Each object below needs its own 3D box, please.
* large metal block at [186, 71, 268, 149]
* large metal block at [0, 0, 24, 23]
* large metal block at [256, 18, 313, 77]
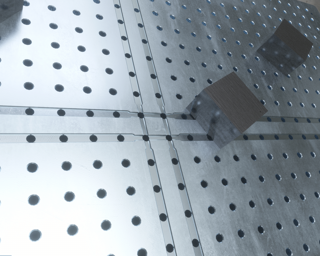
[{"bbox_3d":[0.101,-0.028,0.466,0.081,0.050,0.080,-33,80,-38],"label":"large metal block"},{"bbox_3d":[-0.226,-0.170,0.374,0.080,0.050,0.080,35,51,-6],"label":"large metal block"},{"bbox_3d":[0.257,-0.166,0.635,0.080,0.050,0.080,41,51,-1],"label":"large metal block"}]
